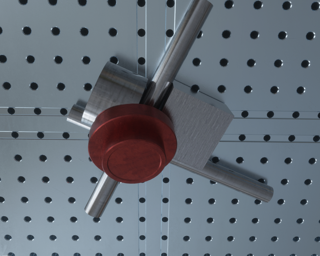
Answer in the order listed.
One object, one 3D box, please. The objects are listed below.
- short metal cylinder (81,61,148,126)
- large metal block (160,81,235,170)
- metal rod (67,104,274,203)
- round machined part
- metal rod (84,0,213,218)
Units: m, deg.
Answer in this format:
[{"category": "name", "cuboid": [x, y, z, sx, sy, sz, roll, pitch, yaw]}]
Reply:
[{"category": "short metal cylinder", "cuboid": [-0.054, -0.033, 0.371, 0.050, 0.080, 0.080, 24, 108, -9]}, {"category": "large metal block", "cuboid": [0.034, -0.005, 0.395, 0.080, 0.050, 0.080, 24, 108, -9]}, {"category": "metal rod", "cuboid": [0.021, 0.038, 0.427, 0.302, 0.025, 0.025, 23, 108, -9]}, {"category": "round machined part", "cuboid": [-0.029, 0.024, 0.343, 0.099, 0.042, 0.097, -5, 130, -5]}, {"category": "metal rod", "cuboid": [-0.019, -0.018, 0.386, 0.025, 0.025, 0.298, 27, 100, -10]}]
